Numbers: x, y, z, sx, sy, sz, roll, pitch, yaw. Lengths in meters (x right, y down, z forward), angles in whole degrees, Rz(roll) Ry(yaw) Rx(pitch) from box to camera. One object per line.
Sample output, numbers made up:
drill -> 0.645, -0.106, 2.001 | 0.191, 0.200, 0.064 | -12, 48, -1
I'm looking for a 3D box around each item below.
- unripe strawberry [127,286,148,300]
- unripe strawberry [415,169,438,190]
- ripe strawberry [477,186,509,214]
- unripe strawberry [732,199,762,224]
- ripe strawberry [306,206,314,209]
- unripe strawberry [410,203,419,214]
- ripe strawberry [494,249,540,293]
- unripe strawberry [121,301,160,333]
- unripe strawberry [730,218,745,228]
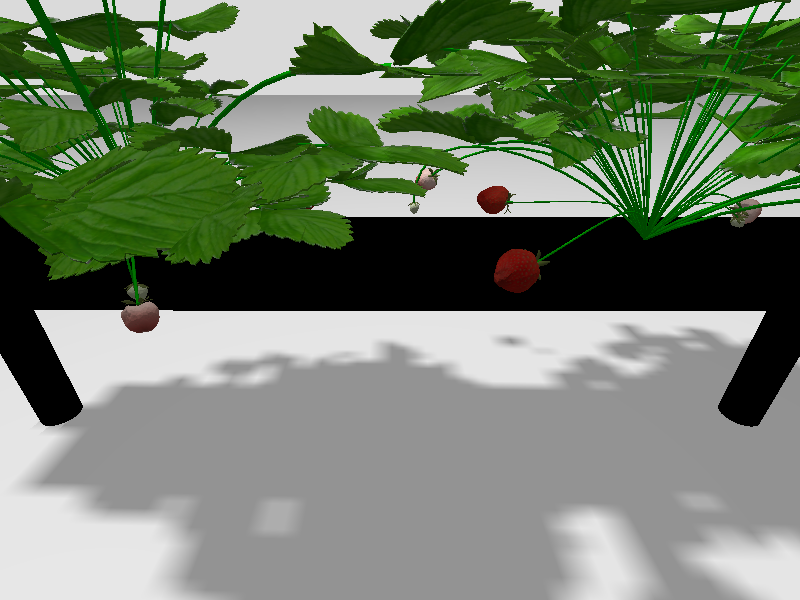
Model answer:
unripe strawberry -> -0.168, -0.004, 0.256 | 0.011, 0.011, 0.010 | -13, 31, -22
unripe strawberry -> 0.033, -0.155, 0.521 | 0.031, 0.027, 0.031 | -27, 5, -40
ripe strawberry -> 0.100, -0.109, 0.433 | 0.034, 0.029, 0.034 | 17, 33, 29
unripe strawberry -> 0.356, -0.091, 0.410 | 0.025, 0.025, 0.023 | 0, 26, -25
ripe strawberry -> -0.110, -0.114, 0.427 | 0.049, 0.042, 0.049 | -18, 33, -30
unripe strawberry -> 0.015, -0.095, 0.413 | 0.010, 0.011, 0.011 | 8, 30, 13
ripe strawberry -> 0.077, -0.019, 0.272 | 0.032, 0.031, 0.030 | -19, 34, -30
unripe strawberry -> -0.149, 0.010, 0.231 | 0.019, 0.017, 0.017 | -13, -1, -23
unripe strawberry -> 0.333, -0.077, 0.395 | 0.011, 0.011, 0.013 | 46, 6, -33
